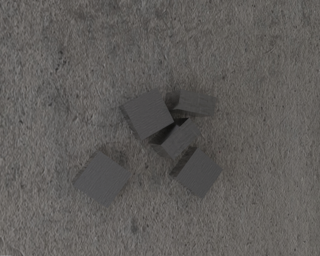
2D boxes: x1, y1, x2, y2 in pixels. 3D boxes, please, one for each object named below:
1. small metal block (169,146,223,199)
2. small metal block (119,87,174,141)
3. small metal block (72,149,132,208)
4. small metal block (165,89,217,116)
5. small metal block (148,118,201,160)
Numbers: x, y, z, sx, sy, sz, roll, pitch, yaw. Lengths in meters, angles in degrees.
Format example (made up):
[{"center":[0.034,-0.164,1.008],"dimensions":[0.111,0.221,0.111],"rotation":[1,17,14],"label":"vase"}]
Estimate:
[{"center":[0.050,0.061,0.427],"dimensions":[0.050,0.025,0.050],"rotation":[41,77,-16],"label":"small metal block"},{"center":[-0.018,-0.018,0.402],"dimensions":[0.050,0.025,0.050],"rotation":[-30,100,-18],"label":"small metal block"},{"center":[-0.072,0.062,0.382],"dimensions":[0.050,0.025,0.050],"rotation":[39,78,-16],"label":"small metal block"},{"center":[0.038,-0.031,0.410],"dimensions":[0.050,0.050,0.025],"rotation":[10,87,-20],"label":"small metal block"},{"center":[0.018,0.013,0.402],"dimensions":[0.050,0.050,0.025],"rotation":[-43,104,-15],"label":"small metal block"}]
